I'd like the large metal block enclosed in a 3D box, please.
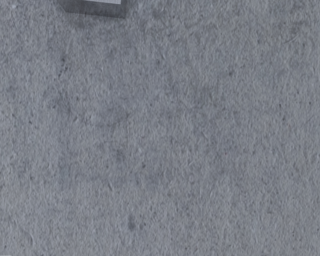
[{"bbox_3d":[-0.083,-0.193,0.396,0.081,0.050,0.079,6,90,-1],"label":"large metal block"}]
